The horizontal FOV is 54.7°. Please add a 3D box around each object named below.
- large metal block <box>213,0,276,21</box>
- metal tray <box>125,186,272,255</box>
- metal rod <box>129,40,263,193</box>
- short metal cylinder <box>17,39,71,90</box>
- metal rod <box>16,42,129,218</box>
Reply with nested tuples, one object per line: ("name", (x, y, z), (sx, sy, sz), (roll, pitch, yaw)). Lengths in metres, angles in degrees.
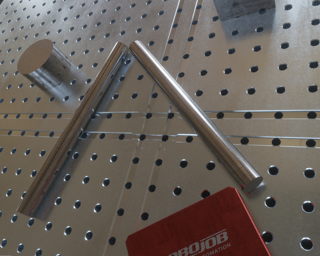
("large metal block", (0.123, -0.215, 0.458), (0.080, 0.050, 0.080), (-7, 59, 24))
("metal tray", (0.037, 0.127, 0.307), (0.130, 0.030, 0.090), (-29, 52, 9))
("metal rod", (0.029, -0.037, 0.414), (0.025, 0.025, 0.300), (-38, 51, 3))
("short metal cylinder", (-0.213, -0.117, 0.573), (0.080, 0.050, 0.080), (-13, 56, 20))
("metal rod", (-0.126, -0.009, 0.477), (0.025, 0.025, 0.300), (14, 68, 33))
